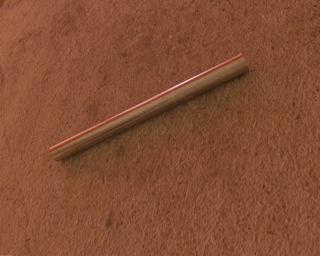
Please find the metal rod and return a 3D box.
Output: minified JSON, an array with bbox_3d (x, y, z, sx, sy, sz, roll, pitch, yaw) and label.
[{"bbox_3d":[-0.024,-0.023,0.431,0.300,0.025,0.025,-25,53,12],"label":"metal rod"}]
